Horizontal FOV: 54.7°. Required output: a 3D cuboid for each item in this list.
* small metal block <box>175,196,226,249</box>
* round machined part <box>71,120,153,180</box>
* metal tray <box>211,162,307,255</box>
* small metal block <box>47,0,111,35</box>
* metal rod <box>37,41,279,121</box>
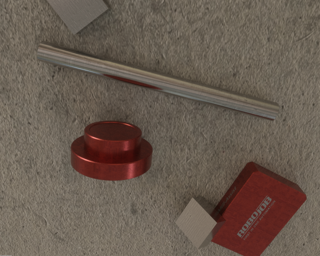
[{"bbox_3d":[0.058,0.135,0.445,0.025,0.050,0.050,9,117,-50],"label":"small metal block"},{"bbox_3d":[-0.058,0.021,0.378,0.099,0.098,0.042,5,110,-3],"label":"round machined part"},{"bbox_3d":[0.136,0.124,0.455,0.090,0.030,0.129,27,108,-10],"label":"metal tray"},{"bbox_3d":[-0.093,-0.144,0.356,0.050,0.025,0.050,-34,107,11],"label":"small metal block"},{"bbox_3d":[0.003,-0.057,0.388,0.302,0.025,0.025,14,110,-6],"label":"metal rod"}]
